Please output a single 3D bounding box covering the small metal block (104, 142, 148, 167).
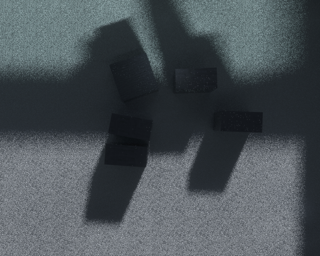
[{"bbox_3d":[-0.041,0.033,0.398,0.050,0.050,0.025,4,90,-1],"label":"small metal block"}]

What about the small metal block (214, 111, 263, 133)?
[{"bbox_3d":[0.099,-0.008,0.400,0.050,0.050,0.025,2,90,-1],"label":"small metal block"}]

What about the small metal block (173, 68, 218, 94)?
[{"bbox_3d":[0.044,-0.060,0.400,0.050,0.050,0.025,-2,90,-1],"label":"small metal block"}]

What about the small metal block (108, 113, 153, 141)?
[{"bbox_3d":[-0.036,-0.001,0.398,0.050,0.050,0.025,10,90,-1],"label":"small metal block"}]

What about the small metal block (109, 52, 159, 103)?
[{"bbox_3d":[-0.034,-0.066,0.411,0.050,0.025,0.050,-19,90,-1],"label":"small metal block"}]
